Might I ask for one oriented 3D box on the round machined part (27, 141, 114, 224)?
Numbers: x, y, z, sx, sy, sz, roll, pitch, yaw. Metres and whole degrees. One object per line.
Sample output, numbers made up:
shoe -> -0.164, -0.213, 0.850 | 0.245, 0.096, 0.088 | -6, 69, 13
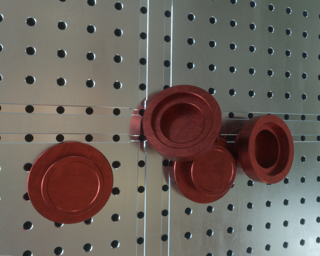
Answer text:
round machined part -> -0.103, 0.065, 0.366 | 0.099, 0.042, 0.097 | 0, 90, -21

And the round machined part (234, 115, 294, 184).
round machined part -> 0.147, 0.031, 0.453 | 0.099, 0.042, 0.097 | 3, 85, -33

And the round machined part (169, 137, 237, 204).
round machined part -> 0.066, 0.056, 0.429 | 0.099, 0.042, 0.097 | 0, 90, -20

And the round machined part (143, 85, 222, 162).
round machined part -> 0.030, -0.003, 0.399 | 0.098, 0.042, 0.098 | -4, 67, 9
